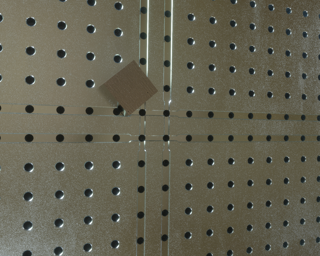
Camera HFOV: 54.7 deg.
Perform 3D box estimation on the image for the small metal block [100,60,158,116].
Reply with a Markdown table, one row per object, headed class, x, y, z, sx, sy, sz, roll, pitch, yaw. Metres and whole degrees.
| class | x | y | z | sx | sy | sz | roll | pitch | yaw |
| --- | --- | --- | --- | --- | --- | --- | --- | --- | --- |
| small metal block | -0.040 | -0.051 | 0.399 | 0.050 | 0.025 | 0.050 | -42 | 104 | -15 |
